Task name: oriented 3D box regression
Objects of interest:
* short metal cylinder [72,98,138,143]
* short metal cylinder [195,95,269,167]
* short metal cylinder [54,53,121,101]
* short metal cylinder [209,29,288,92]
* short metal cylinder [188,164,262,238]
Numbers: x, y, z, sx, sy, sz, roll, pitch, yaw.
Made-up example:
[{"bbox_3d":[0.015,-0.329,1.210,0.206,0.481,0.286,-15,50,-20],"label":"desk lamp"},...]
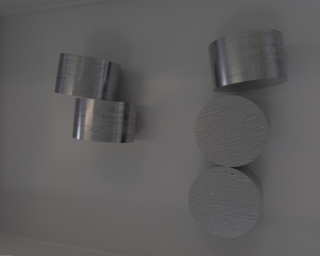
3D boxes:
[{"bbox_3d":[-0.072,-0.010,0.407,0.080,0.080,0.050,6,93,20],"label":"short metal cylinder"},{"bbox_3d":[0.086,0.003,0.367,0.080,0.050,0.080,0,90,20],"label":"short metal cylinder"},{"bbox_3d":[-0.096,-0.066,0.415,0.080,0.080,0.050,11,94,19],"label":"short metal cylinder"},{"bbox_3d":[0.097,-0.072,0.347,0.080,0.080,0.050,-7,88,20],"label":"short metal cylinder"},{"bbox_3d":[0.079,0.083,0.369,0.080,0.050,0.080,0,90,20],"label":"short metal cylinder"}]
